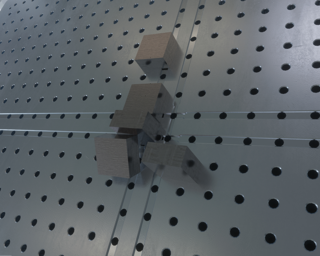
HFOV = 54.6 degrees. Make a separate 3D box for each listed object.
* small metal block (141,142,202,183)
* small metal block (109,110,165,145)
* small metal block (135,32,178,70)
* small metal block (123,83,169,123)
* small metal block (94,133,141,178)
[{"bbox_3d":[0.014,0.040,0.361,0.050,0.050,0.025,4,64,30],"label":"small metal block"},{"bbox_3d":[-0.029,0.000,0.409,0.050,0.050,0.025,4,64,30],"label":"small metal block"},{"bbox_3d":[-0.006,-0.120,0.486,0.050,0.025,0.050,3,63,29],"label":"small metal block"},{"bbox_3d":[-0.020,-0.036,0.442,0.050,0.025,0.050,2,62,29],"label":"small metal block"},{"bbox_3d":[-0.055,0.035,0.400,0.050,0.025,0.050,2,102,29],"label":"small metal block"}]
